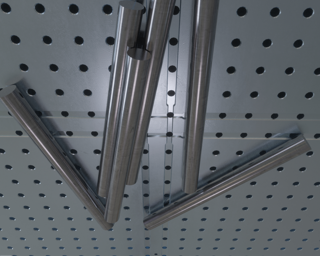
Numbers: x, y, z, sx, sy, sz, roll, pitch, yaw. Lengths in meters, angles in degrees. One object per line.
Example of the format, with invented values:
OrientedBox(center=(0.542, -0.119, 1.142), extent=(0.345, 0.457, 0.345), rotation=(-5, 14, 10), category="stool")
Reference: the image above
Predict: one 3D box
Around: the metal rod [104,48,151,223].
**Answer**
OrientedBox(center=(-0.050, 0.035, 0.414), extent=(0.025, 0.025, 0.298), rotation=(8, 130, -7), category="metal rod")

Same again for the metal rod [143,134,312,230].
OrientedBox(center=(0.091, 0.095, 0.492), extent=(0.299, 0.025, 0.025), rotation=(-34, 122, 25), category="metal rod")

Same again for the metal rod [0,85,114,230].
OrientedBox(center=(-0.139, 0.064, 0.464), extent=(0.025, 0.025, 0.299), rotation=(-14, 129, 11), category="metal rod")

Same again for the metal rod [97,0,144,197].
OrientedBox(center=(-0.058, -0.011, 0.401), extent=(0.025, 0.025, 0.298), rotation=(9, 130, -8), category="metal rod")

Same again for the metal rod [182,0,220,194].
OrientedBox(center=(0.046, -0.019, 0.395), extent=(0.025, 0.025, 0.298), rotation=(0, 130, 0), category="metal rod")

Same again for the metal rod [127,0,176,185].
OrientedBox(center=(-0.020, -0.033, 0.382), extent=(0.025, 0.025, 0.298), rotation=(8, 130, -7), category="metal rod")
